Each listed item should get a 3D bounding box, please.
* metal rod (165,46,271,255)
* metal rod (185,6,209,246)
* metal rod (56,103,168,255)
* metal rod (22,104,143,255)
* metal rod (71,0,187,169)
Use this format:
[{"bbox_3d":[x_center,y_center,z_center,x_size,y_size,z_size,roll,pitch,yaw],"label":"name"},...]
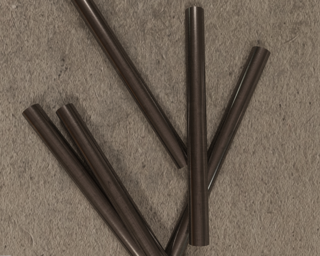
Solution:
[{"bbox_3d":[0.075,0.034,0.411,0.025,0.025,0.299,23,90,-1],"label":"metal rod"},{"bbox_3d":[0.047,-0.007,0.395,0.025,0.025,0.298,0,84,-1],"label":"metal rod"},{"bbox_3d":[-0.045,0.099,0.397,0.025,0.025,0.299,-33,86,0],"label":"metal rod"},{"bbox_3d":[-0.080,0.094,0.409,0.025,0.025,0.299,-37,90,0],"label":"metal rod"},{"bbox_3d":[-0.046,-0.078,0.409,0.025,0.025,0.299,-32,90,0],"label":"metal rod"}]
